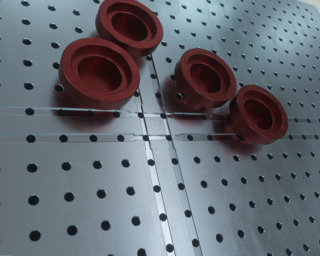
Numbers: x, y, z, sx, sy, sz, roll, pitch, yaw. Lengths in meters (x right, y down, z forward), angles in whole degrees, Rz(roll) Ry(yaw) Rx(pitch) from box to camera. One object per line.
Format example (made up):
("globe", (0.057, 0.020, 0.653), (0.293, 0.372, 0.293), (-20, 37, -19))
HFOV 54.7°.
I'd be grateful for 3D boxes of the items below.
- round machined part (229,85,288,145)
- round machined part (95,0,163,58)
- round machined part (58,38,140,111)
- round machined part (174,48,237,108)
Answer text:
("round machined part", (0.150, -0.017, 0.491), (0.099, 0.042, 0.098), (14, 56, -21))
("round machined part", (-0.048, -0.143, 0.460), (0.099, 0.042, 0.098), (14, 56, -21))
("round machined part", (-0.079, -0.064, 0.395), (0.099, 0.042, 0.098), (14, 56, -21))
("round machined part", (0.066, -0.072, 0.478), (0.099, 0.042, 0.098), (14, 56, -21))
